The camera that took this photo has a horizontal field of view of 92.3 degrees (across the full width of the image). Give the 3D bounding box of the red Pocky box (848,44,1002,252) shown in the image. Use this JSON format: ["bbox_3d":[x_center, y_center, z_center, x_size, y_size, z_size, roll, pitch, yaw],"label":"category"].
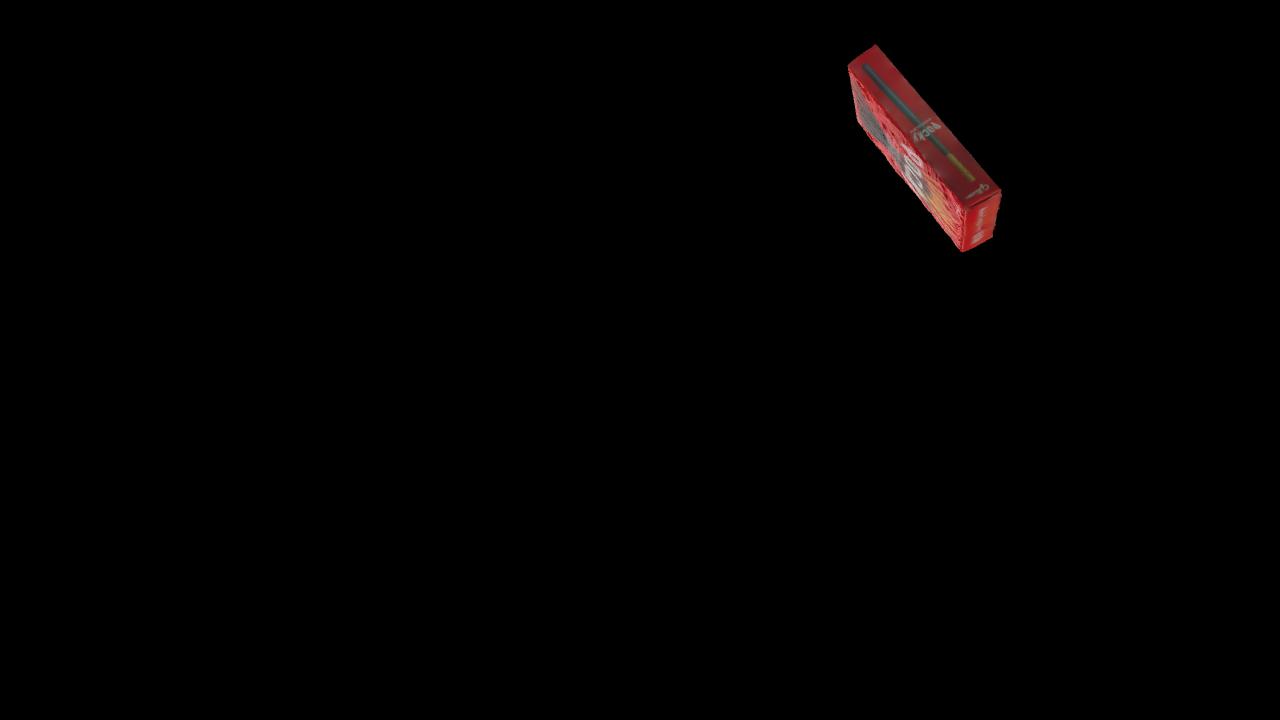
[{"bbox_3d":[0.213,-0.160,0.469,0.028,0.155,0.083,-32,-24,15],"label":"red Pocky box"}]
